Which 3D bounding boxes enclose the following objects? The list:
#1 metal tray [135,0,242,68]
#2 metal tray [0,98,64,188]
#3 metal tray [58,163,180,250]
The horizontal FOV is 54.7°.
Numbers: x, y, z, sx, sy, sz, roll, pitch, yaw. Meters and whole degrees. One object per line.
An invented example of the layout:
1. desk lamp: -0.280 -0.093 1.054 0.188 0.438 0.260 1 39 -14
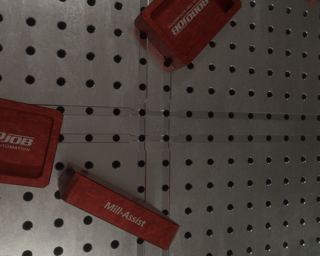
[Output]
1. metal tray: 0.041 -0.158 0.426 0.090 0.030 0.130 45 76 -15
2. metal tray: -0.183 0.012 0.342 0.131 0.030 0.090 12 86 -20
3. metal tray: -0.051 0.088 0.360 0.130 0.090 0.030 32 80 -18
